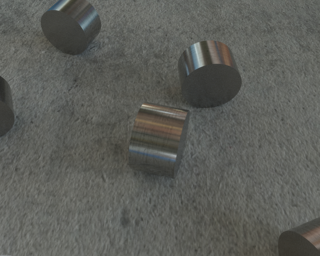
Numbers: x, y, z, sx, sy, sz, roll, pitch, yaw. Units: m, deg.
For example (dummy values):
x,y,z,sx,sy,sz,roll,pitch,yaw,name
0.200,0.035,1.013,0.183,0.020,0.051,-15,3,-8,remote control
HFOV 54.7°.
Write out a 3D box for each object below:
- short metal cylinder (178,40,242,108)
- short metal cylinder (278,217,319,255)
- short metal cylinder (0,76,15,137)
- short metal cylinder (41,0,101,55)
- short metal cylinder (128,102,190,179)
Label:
x,y,z,sx,sy,sz,roll,pitch,yaw,name
0.067,-0.073,0.430,0.081,0.080,0.050,-3,50,-3,short metal cylinder
0.150,0.120,0.269,0.050,0.080,0.080,-16,52,-14,short metal cylinder
-0.229,-0.027,0.387,0.081,0.080,0.050,-16,52,-14,short metal cylinder
-0.144,-0.168,0.507,0.080,0.080,0.050,15,52,12,short metal cylinder
0.001,0.014,0.356,0.050,0.080,0.080,12,51,9,short metal cylinder
